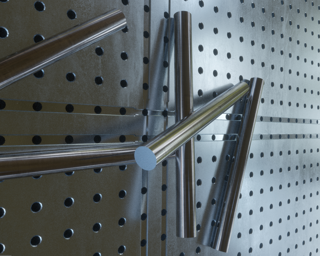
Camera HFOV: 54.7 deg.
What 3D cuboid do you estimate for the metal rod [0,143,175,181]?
[{"bbox_3d":[-0.094,0.034,0.331,0.302,0.025,0.025,-2,92,-40],"label":"metal rod"}]

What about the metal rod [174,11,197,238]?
[{"bbox_3d":[0.032,-0.012,0.412,0.025,0.025,0.298,8,77,-40],"label":"metal rod"}]

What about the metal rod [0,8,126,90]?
[{"bbox_3d":[-0.147,-0.050,0.286,0.302,0.025,0.025,-39,115,-33],"label":"metal rod"}]

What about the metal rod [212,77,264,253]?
[{"bbox_3d":[0.135,0.054,0.525,0.025,0.025,0.299,26,73,-37],"label":"metal rod"}]

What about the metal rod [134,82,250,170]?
[{"bbox_3d":[0.064,-0.019,0.412,0.302,0.025,0.025,-32,111,-53],"label":"metal rod"}]
